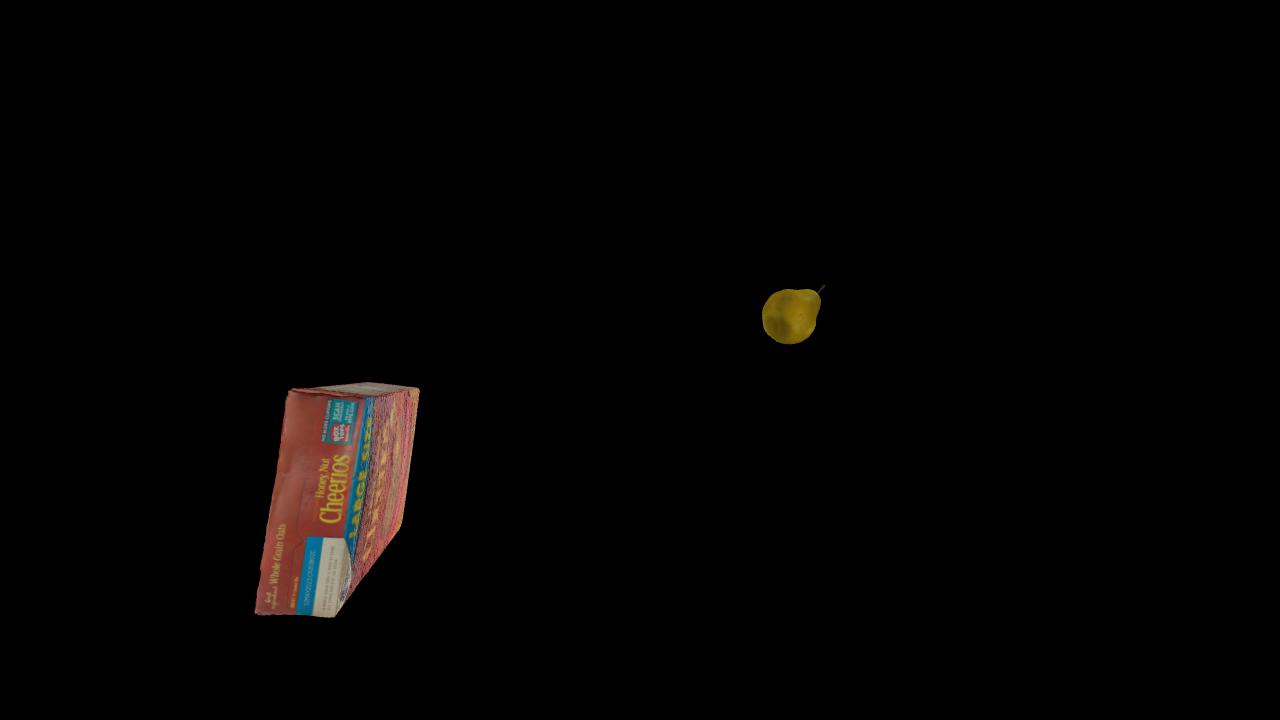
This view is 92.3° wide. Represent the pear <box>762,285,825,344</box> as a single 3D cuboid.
[{"bbox_3d":[0.228,-0.071,0.885,0.111,0.080,0.080,-28,15,-31],"label":"pear"}]

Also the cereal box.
[{"bbox_3d":[-0.320,0.131,0.691,0.081,0.203,0.306,8,-3,-12],"label":"cereal box"}]
